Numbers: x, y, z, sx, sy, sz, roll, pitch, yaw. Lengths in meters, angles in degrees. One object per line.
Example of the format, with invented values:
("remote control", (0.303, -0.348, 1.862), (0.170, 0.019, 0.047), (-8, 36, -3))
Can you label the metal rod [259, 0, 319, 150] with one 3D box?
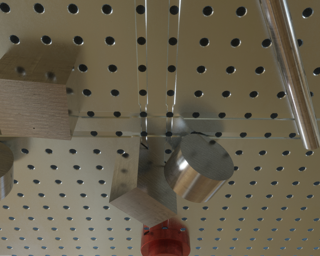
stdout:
("metal rod", (0.142, -0.080, 0.344), (0.025, 0.025, 0.300), (-22, 127, 17))

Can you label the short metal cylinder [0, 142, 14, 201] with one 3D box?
("short metal cylinder", (-0.245, 0.061, 0.425), (0.081, 0.080, 0.050), (13, 129, -11))

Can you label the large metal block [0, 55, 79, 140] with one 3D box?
("large metal block", (-0.143, -0.035, 0.364), (0.081, 0.050, 0.079), (5, 130, -5))

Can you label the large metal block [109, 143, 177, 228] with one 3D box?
("large metal block", (-0.022, 0.083, 0.446), (0.050, 0.080, 0.080), (-34, 123, 25))

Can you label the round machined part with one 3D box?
("round machined part", (0.011, 0.243, 0.607), (0.099, 0.042, 0.097), (0, 130, 0))

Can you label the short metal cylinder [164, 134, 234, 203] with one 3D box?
("short metal cylinder", (0.052, 0.054, 0.422), (0.080, 0.080, 0.050), (19, 128, -16))
